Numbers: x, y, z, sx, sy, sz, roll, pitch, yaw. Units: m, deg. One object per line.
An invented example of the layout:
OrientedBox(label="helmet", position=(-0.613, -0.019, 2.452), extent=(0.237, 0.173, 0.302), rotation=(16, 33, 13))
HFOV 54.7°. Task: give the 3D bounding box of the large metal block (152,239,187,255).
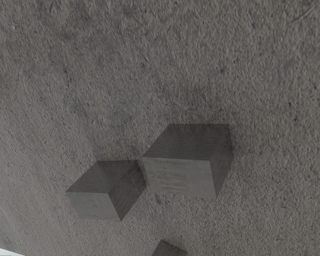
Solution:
OrientedBox(label="large metal block", position=(0.002, 0.255, 0.528), extent=(0.050, 0.080, 0.079), rotation=(21, 126, 16))

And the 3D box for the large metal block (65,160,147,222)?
OrientedBox(label="large metal block", position=(-0.079, 0.092, 0.470), extent=(0.080, 0.080, 0.050), rotation=(-5, 116, 30))

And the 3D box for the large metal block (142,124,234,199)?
OrientedBox(label="large metal block", position=(0.037, 0.036, 0.374), extent=(0.080, 0.080, 0.050), rotation=(0, 119, 28))
